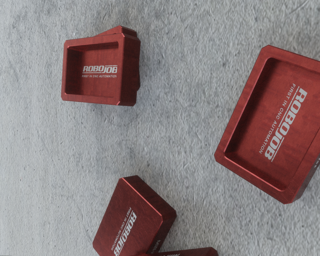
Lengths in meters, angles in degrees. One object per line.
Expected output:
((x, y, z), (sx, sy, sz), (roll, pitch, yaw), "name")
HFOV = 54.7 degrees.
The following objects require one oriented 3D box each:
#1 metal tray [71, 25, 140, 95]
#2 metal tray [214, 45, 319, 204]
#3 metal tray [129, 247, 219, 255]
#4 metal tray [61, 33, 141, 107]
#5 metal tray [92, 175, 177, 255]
((-0.090, -0.093, 0.475), (0.130, 0.030, 0.089), (-6, 86, 39), "metal tray")
((0.119, -0.005, 0.303), (0.090, 0.030, 0.129), (33, 110, 35), "metal tray")
((0.016, 0.196, 0.366), (0.130, 0.030, 0.090), (-19, 88, 28), "metal tray")
((-0.087, -0.079, 0.433), (0.130, 0.030, 0.089), (8, 95, 39), "metal tray")
((-0.040, 0.144, 0.435), (0.090, 0.030, 0.129), (37, 112, 34), "metal tray")
